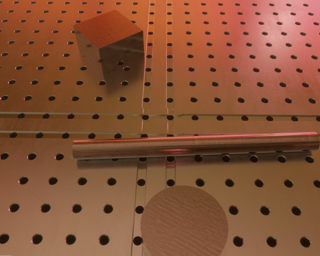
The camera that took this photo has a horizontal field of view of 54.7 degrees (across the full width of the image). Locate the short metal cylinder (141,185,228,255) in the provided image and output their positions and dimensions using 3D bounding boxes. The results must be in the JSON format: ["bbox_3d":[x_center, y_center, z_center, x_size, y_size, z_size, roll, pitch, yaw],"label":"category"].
[{"bbox_3d":[0.022,0.104,0.304,0.080,0.050,0.080,0,50,0],"label":"short metal cylinder"}]

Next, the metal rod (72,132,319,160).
[{"bbox_3d":[0.046,0.022,0.388,0.302,0.025,0.025,-2,50,-2],"label":"metal rod"}]

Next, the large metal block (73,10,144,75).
[{"bbox_3d":[-0.083,-0.143,0.511,0.081,0.050,0.080,-31,57,-23],"label":"large metal block"}]
